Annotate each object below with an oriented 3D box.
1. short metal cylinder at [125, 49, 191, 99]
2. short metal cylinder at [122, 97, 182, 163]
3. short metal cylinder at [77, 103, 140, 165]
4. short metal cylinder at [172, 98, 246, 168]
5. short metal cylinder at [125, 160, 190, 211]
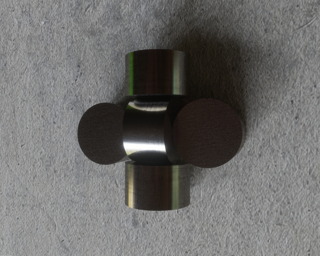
[{"bbox_3d":[-0.002,-0.063,0.382,0.080,0.080,0.050,0,90,20],"label":"short metal cylinder"},{"bbox_3d":[-0.006,0.002,0.383,0.050,0.080,0.080,1,90,20],"label":"short metal cylinder"},{"bbox_3d":[-0.063,0.007,0.419,0.080,0.050,0.080,0,90,19],"label":"short metal cylinder"},{"bbox_3d":[0.061,0.006,0.375,0.080,0.050,0.080,0,90,20],"label":"short metal cylinder"},{"bbox_3d":[-0.003,0.067,0.383,0.080,0.080,0.050,0,90,20],"label":"short metal cylinder"}]
